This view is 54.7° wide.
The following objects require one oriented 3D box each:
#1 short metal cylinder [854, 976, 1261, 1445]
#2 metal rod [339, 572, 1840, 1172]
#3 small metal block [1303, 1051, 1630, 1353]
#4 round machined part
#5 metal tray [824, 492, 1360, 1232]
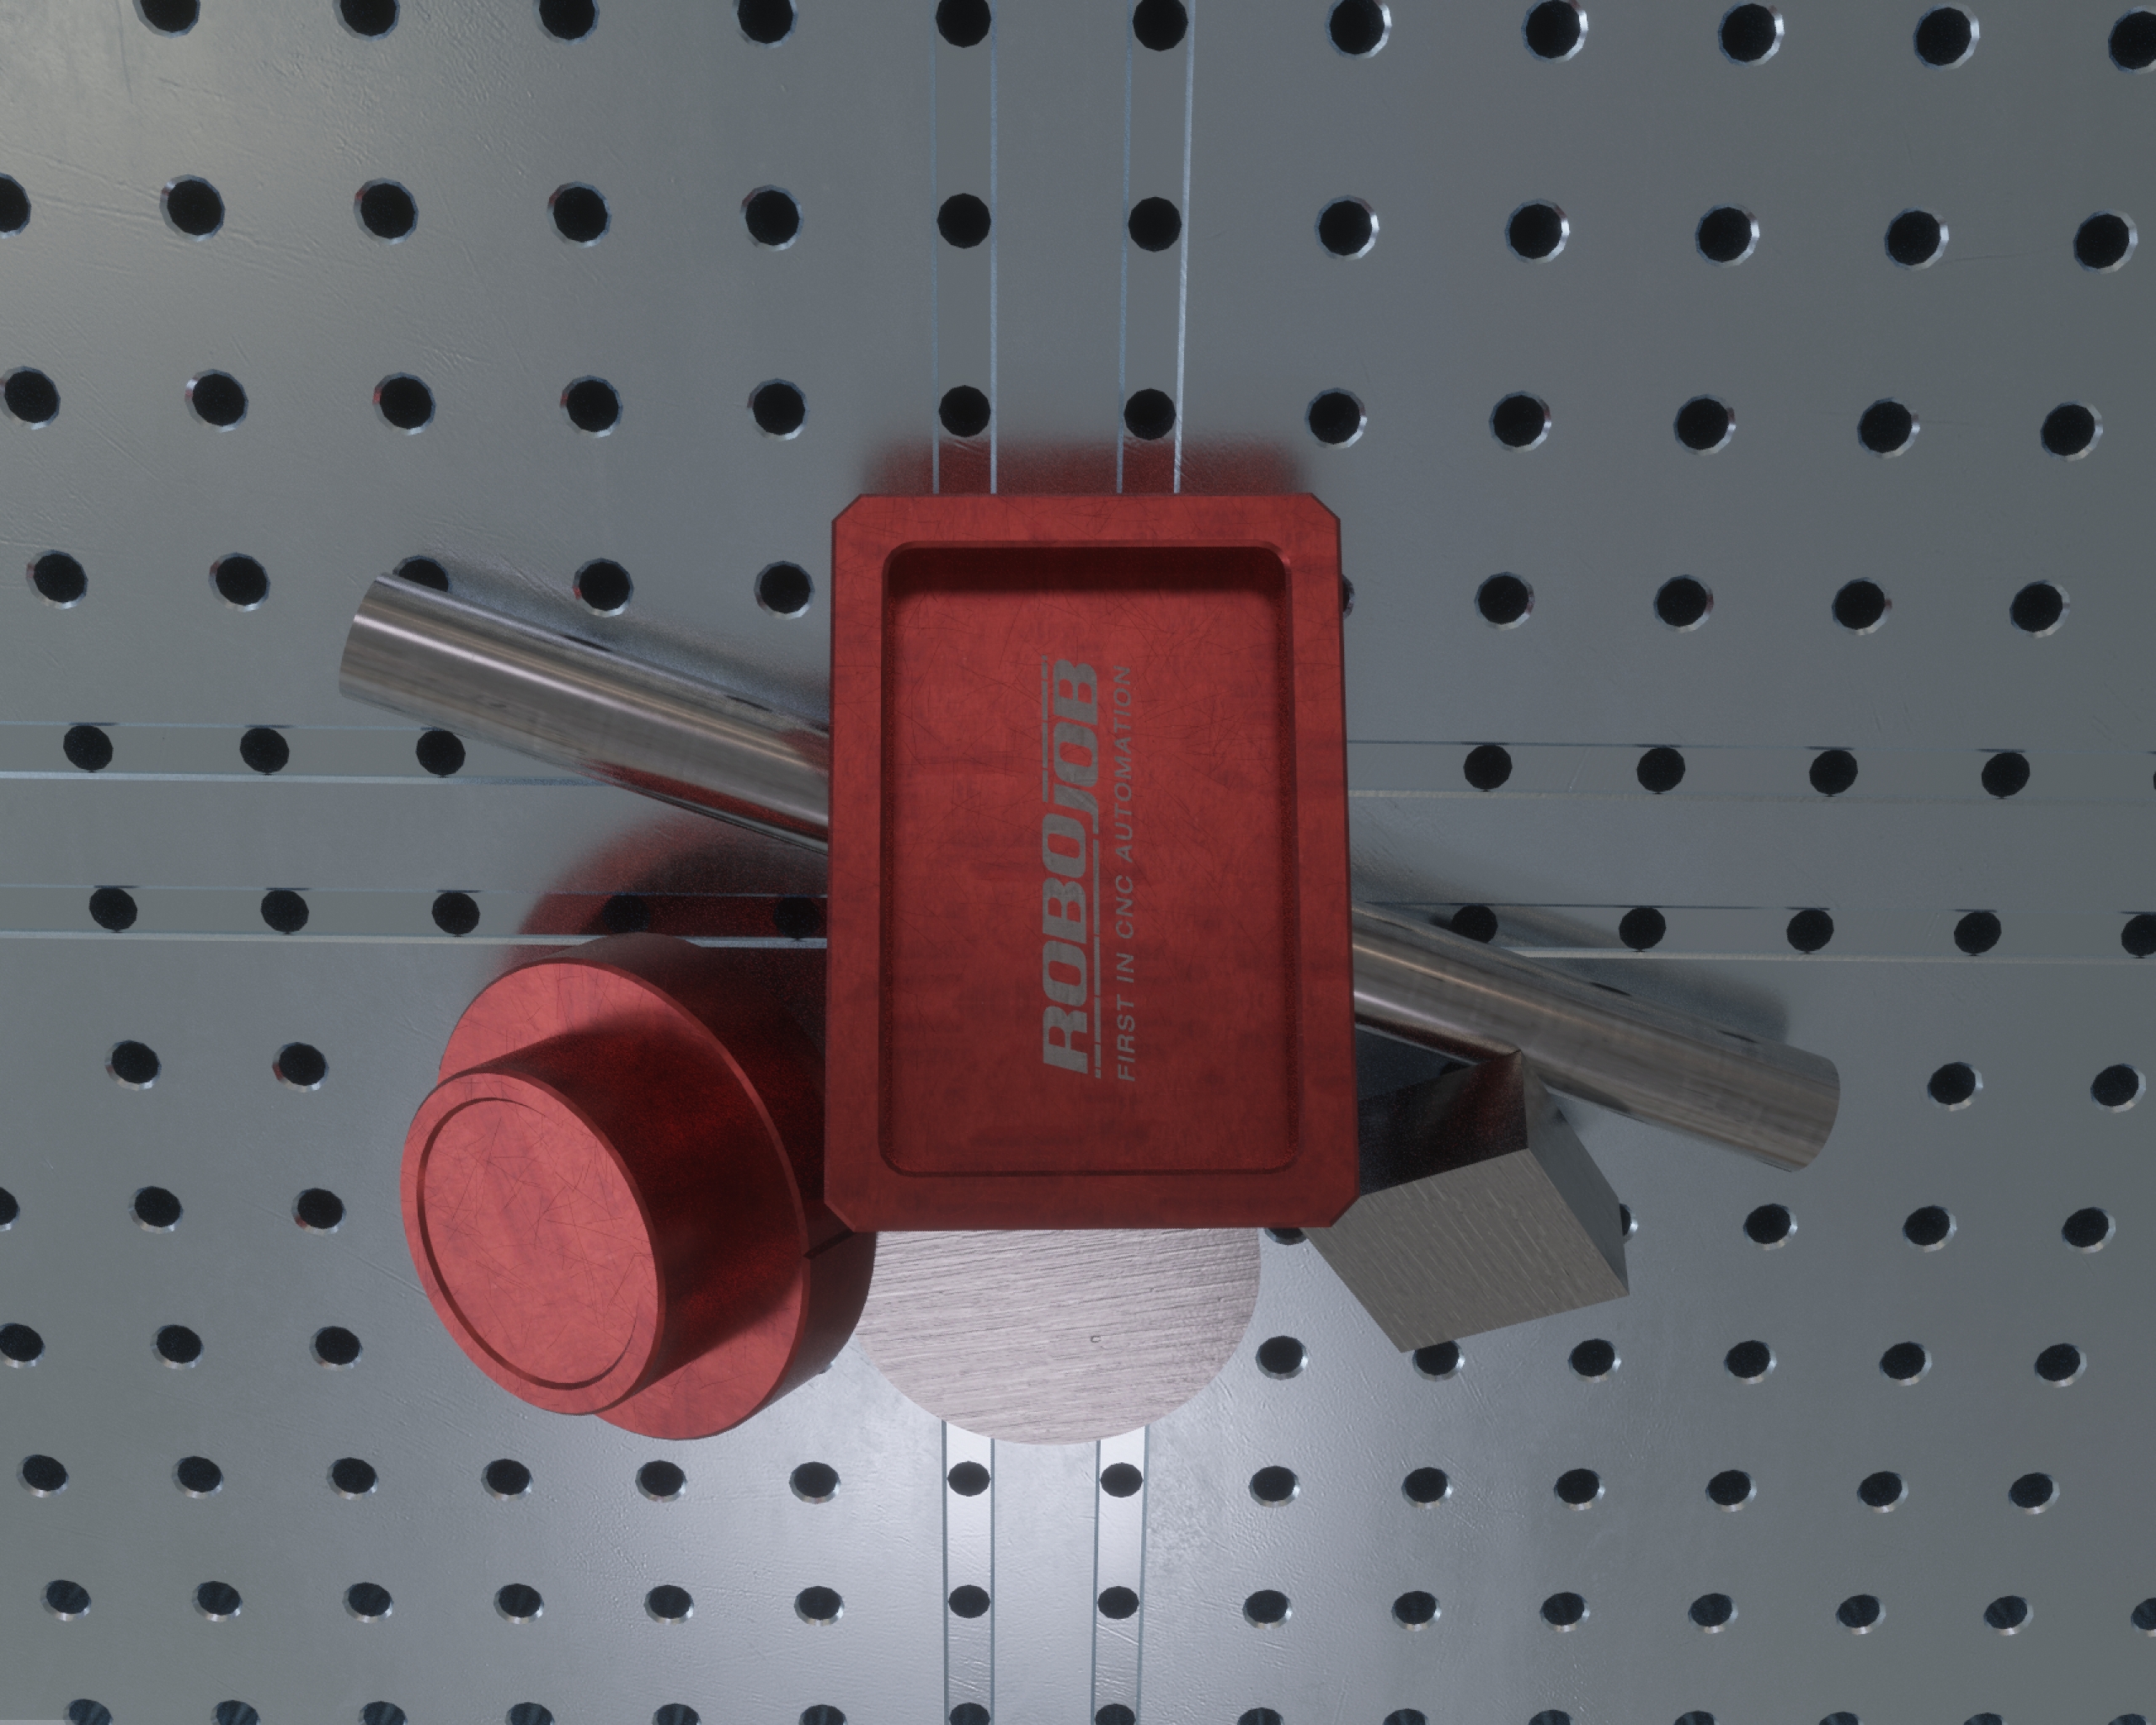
[{"bbox_3d":[-0.005,0.069,0.421,0.081,0.050,0.079,0,110,0],"label":"short metal cylinder"},{"bbox_3d":[0.008,0.005,0.411,0.302,0.025,0.025,18,109,-7],"label":"metal rod"},{"bbox_3d":[0.078,0.070,0.424,0.050,0.025,0.050,-21,126,24],"label":"small metal block"},{"bbox_3d":[-0.090,0.066,0.399,0.098,0.042,0.097,9,107,31],"label":"round machined part"},{"bbox_3d":[0.002,0.000,0.375,0.091,0.030,0.129,0,81,-1],"label":"metal tray"}]
